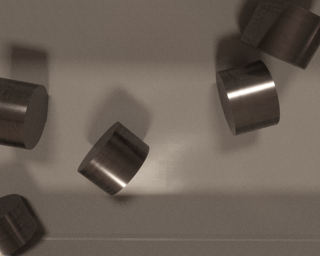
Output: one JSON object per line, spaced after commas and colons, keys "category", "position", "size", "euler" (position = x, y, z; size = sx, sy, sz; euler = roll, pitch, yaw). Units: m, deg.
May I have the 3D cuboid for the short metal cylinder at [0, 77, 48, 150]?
{"category": "short metal cylinder", "position": [-0.174, -0.017, 0.373], "size": [0.050, 0.080, 0.079], "euler": [10, 110, -4]}

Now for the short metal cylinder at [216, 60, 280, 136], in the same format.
{"category": "short metal cylinder", "position": [0.103, -0.035, 0.370], "size": [0.050, 0.080, 0.080], "euler": [-16, 110, 5]}

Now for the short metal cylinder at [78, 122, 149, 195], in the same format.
{"category": "short metal cylinder", "position": [-0.059, 0.038, 0.395], "size": [0.050, 0.080, 0.080], "euler": [41, 105, -14]}

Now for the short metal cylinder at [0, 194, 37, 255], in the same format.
{"category": "short metal cylinder", "position": [-0.221, 0.137, 0.429], "size": [0.080, 0.080, 0.050], "euler": [-19, 109, 6]}

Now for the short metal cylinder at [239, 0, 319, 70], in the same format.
{"category": "short metal cylinder", "position": [0.137, -0.105, 0.345], "size": [0.080, 0.080, 0.050], "euler": [22, 109, -8]}
